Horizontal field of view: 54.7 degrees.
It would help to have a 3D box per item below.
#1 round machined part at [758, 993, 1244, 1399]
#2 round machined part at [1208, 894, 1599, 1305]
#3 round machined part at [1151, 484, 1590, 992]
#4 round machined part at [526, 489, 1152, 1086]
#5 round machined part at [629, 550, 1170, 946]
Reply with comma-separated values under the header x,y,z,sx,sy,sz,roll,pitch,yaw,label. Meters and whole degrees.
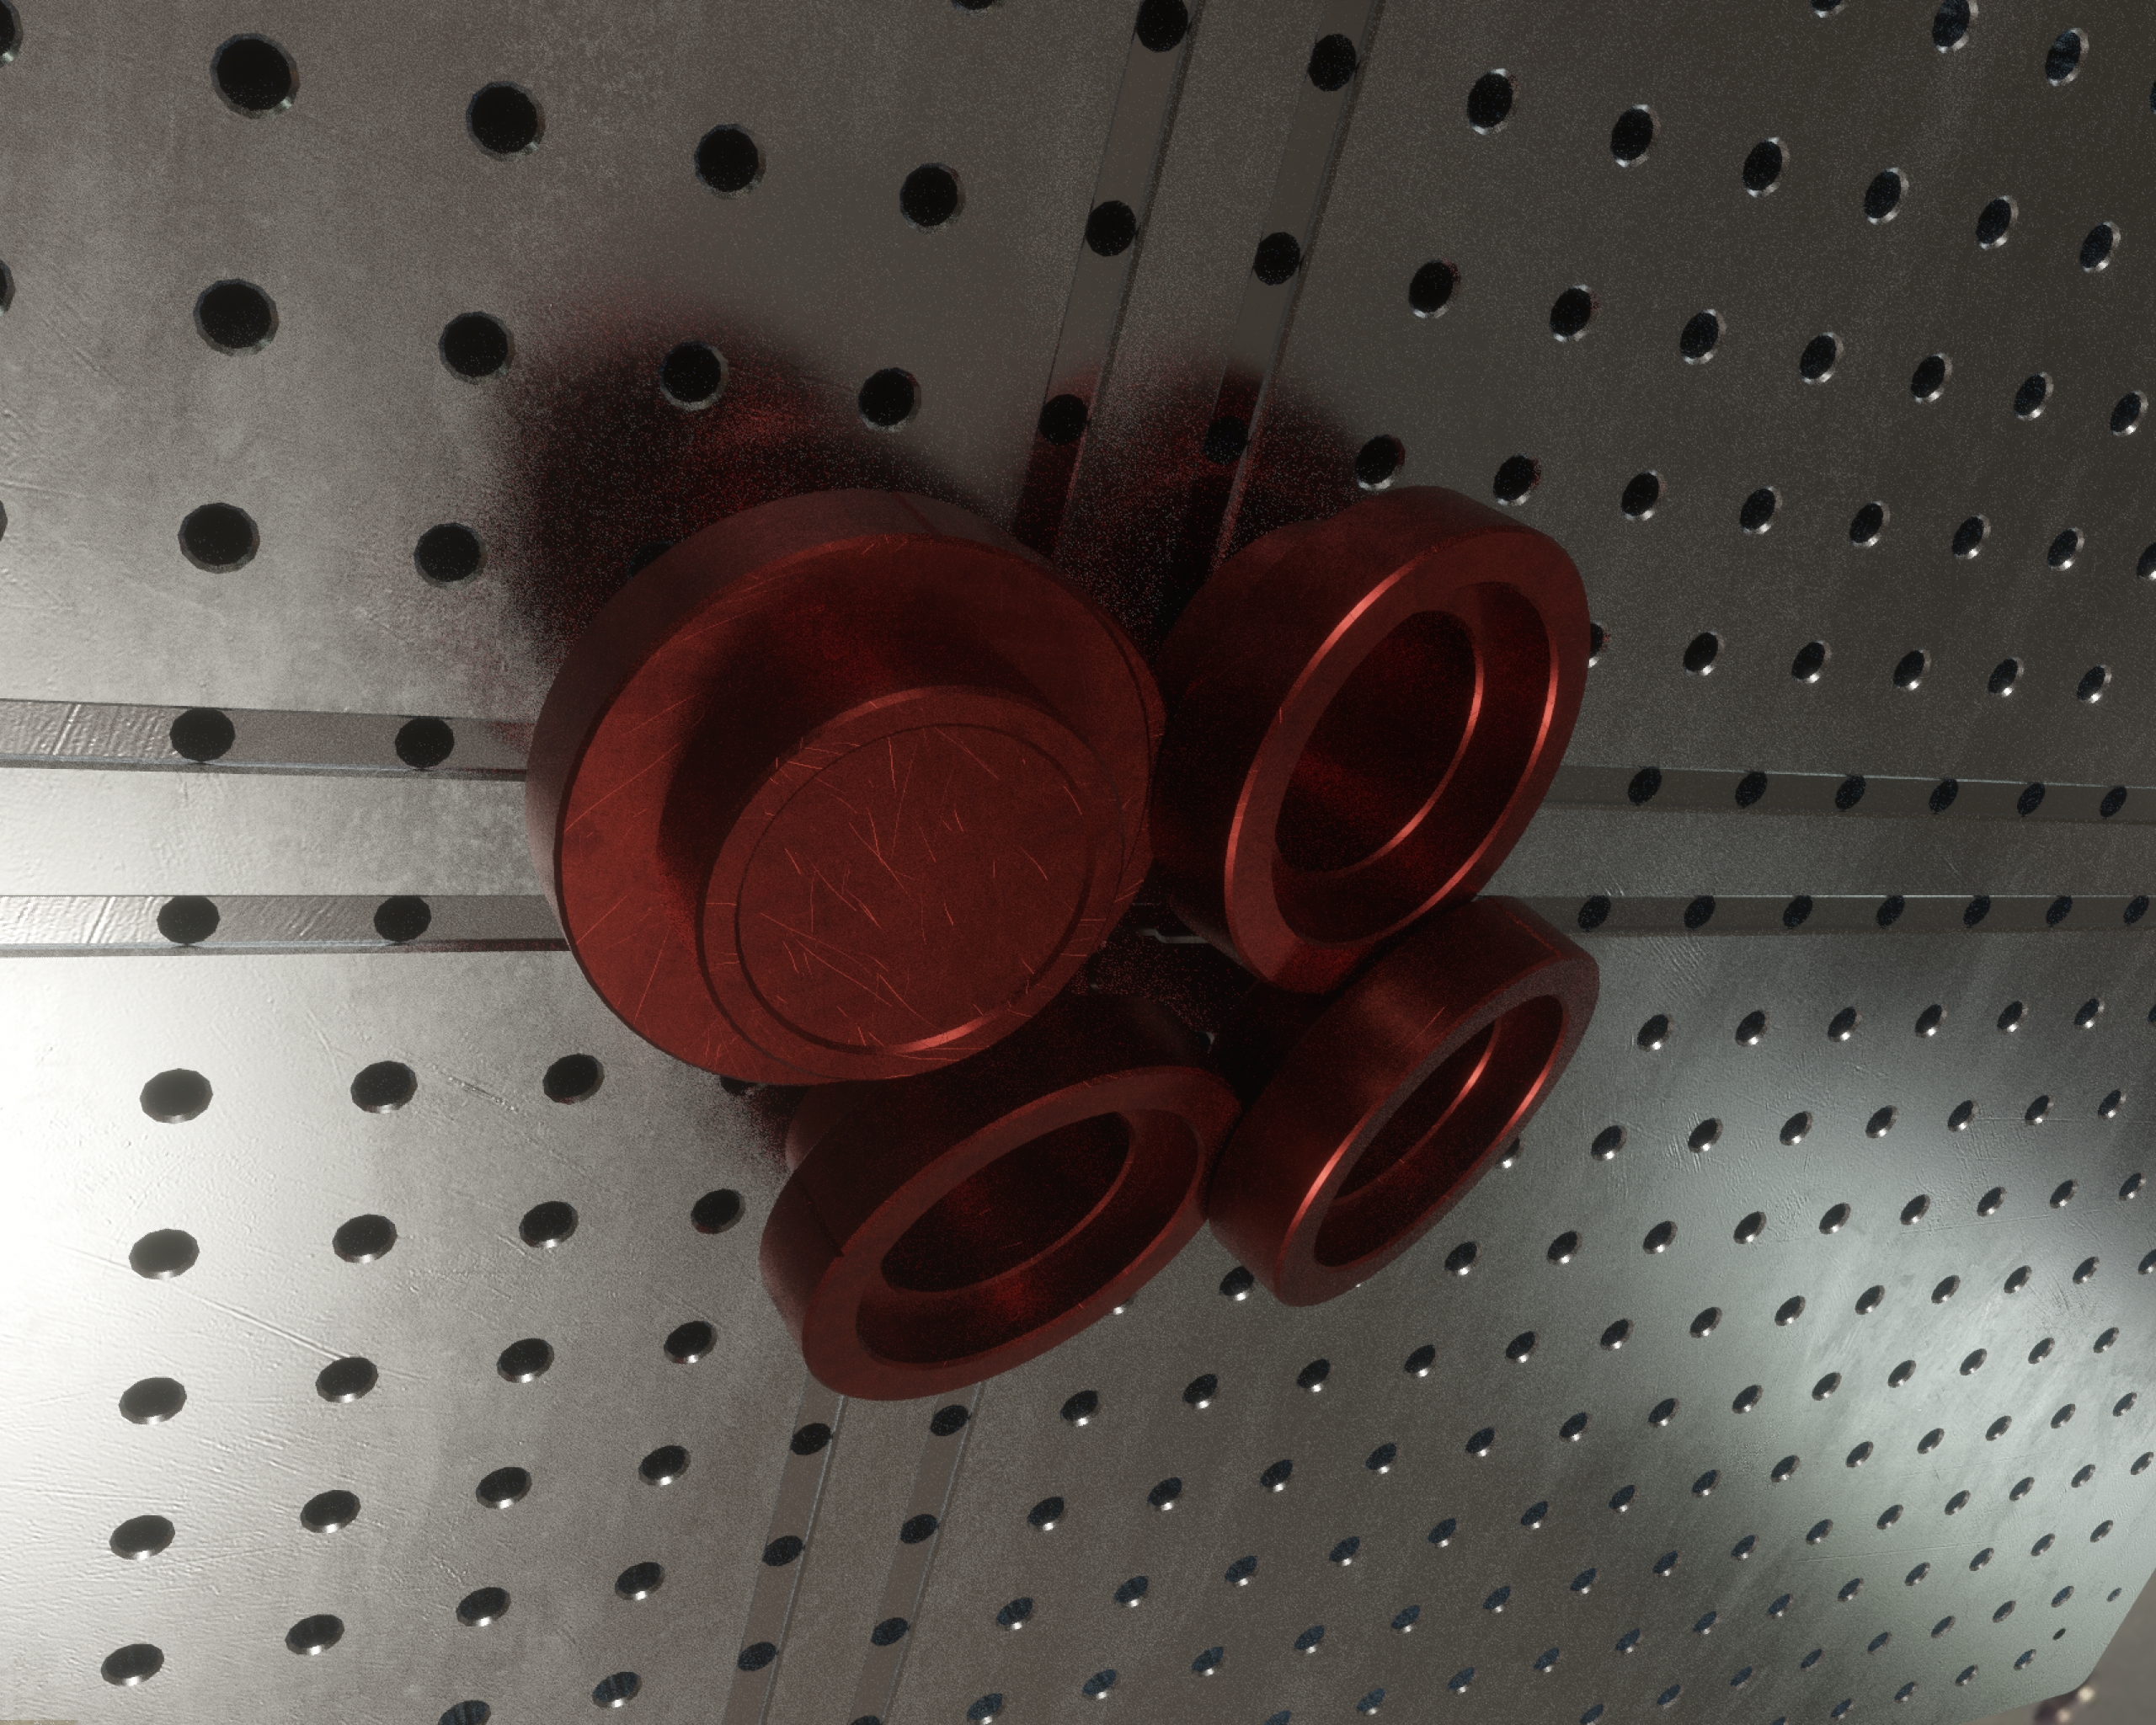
x,y,z,sx,sy,sz,roll,pitch,yaw,label
-0.019,0.060,0.417,0.099,0.042,0.097,-24,144,-18,round machined part
0.063,0.045,0.449,0.099,0.042,0.097,-35,150,-24,round machined part
0.050,-0.027,0.401,0.099,0.042,0.097,-28,136,-30,round machined part
-0.032,-0.005,0.326,0.099,0.042,0.097,-14,125,-21,round machined part
-0.036,-0.016,0.371,0.099,0.042,0.097,-14,125,-21,round machined part
